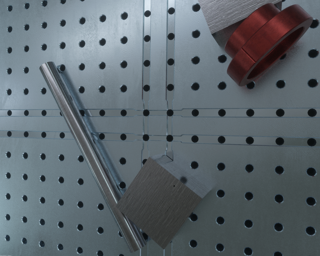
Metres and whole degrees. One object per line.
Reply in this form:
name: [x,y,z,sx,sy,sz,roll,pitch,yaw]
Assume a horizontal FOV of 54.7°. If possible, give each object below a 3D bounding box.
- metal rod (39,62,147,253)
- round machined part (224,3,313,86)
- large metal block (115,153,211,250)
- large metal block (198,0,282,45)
metal rod: [-0.100,0.035,0.447,0.025,0.025,0.299,-32,80,17]
round machined part: [0.109,-0.094,0.335,0.098,0.098,0.042,-43,77,15]
large metal block: [0.005,0.090,0.398,0.080,0.050,0.080,37,102,16]
large metal block: [0.089,-0.158,0.368,0.080,0.050,0.080,-22,83,18]
